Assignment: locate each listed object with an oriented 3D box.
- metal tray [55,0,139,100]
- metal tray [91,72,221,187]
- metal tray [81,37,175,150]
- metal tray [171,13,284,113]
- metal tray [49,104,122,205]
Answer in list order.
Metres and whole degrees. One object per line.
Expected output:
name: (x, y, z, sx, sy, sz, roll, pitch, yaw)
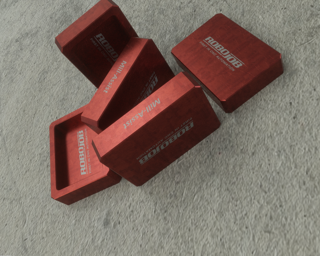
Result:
metal tray: (-0.068, -0.101, 0.434, 0.090, 0.130, 0.030, -40, 52, 1)
metal tray: (0.000, 0.006, 0.359, 0.130, 0.090, 0.030, -37, 51, 3)
metal tray: (-0.035, -0.041, 0.405, 0.030, 0.090, 0.130, 18, 71, 35)
metal tray: (0.085, -0.091, 0.412, 0.090, 0.030, 0.130, -38, 51, 2)
metal tray: (-0.109, 0.031, 0.438, 0.090, 0.030, 0.130, -25, 53, 12)
